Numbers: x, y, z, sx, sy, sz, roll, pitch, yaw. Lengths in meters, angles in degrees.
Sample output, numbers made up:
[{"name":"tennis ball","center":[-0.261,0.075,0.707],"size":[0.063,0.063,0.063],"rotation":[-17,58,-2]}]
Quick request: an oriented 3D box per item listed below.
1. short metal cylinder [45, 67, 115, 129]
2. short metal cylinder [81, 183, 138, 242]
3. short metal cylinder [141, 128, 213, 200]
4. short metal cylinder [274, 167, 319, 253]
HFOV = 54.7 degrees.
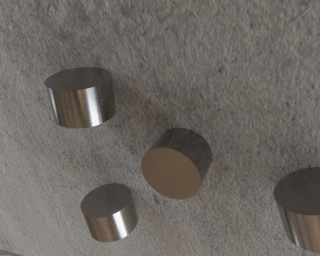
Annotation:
[{"name":"short metal cylinder","center":[-0.100,-0.041,0.397],"size":[0.080,0.080,0.050],"rotation":[11,123,22]},{"name":"short metal cylinder","center":[-0.080,0.133,0.494],"size":[0.080,0.080,0.050],"rotation":[3,120,26]},{"name":"short metal cylinder","center":[0.023,0.046,0.406],"size":[0.080,0.050,0.079],"rotation":[13,124,20]},{"name":"short metal cylinder","center":[0.171,0.086,0.334],"size":[0.080,0.080,0.050],"rotation":[-10,114,32]}]
